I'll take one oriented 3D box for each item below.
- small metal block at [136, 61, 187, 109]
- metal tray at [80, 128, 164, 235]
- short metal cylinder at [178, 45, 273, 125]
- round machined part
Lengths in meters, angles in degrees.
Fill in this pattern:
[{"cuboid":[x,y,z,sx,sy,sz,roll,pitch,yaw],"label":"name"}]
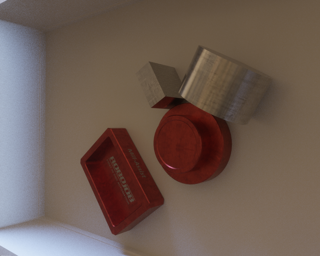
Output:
[{"cuboid":[0.004,-0.052,0.385,0.025,0.050,0.050,-37,68,34],"label":"small metal block"},{"cuboid":[-0.060,0.075,0.450,0.090,0.030,0.130,-45,63,30],"label":"metal tray"},{"cuboid":[0.065,-0.045,0.316,0.080,0.081,0.050,37,113,33],"label":"short metal cylinder"},{"cuboid":[0.031,0.019,0.369,0.098,0.042,0.097,0,90,39],"label":"round machined part"}]
